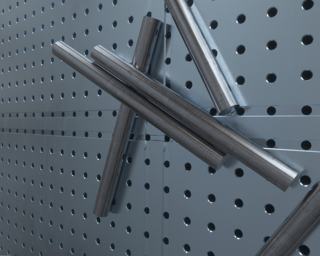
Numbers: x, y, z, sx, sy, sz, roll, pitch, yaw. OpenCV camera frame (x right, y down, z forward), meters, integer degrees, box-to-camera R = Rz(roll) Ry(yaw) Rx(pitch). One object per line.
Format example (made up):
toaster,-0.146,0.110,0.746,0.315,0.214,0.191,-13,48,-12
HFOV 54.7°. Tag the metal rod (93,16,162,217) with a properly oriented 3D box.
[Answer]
metal rod,-0.051,-0.007,0.448,0.025,0.025,0.298,26,106,36

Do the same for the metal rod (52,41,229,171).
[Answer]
metal rod,-0.041,-0.041,0.410,0.300,0.025,0.025,35,112,24

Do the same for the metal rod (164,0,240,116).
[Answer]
metal rod,0.023,-0.152,0.388,0.025,0.025,0.299,-34,69,34

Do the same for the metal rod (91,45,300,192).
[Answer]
metal rod,0.021,-0.026,0.369,0.300,0.025,0.025,36,112,27

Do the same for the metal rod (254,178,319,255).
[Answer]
metal rod,0.128,0.103,0.302,0.025,0.025,0.298,43,115,31
